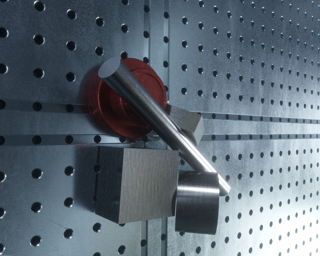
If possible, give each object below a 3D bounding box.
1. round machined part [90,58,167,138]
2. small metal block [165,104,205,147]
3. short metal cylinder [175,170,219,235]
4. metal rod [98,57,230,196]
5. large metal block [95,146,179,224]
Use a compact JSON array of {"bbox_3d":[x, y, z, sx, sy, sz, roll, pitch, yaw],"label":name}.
[{"bbox_3d":[-0.030,-0.036,0.374,0.099,0.042,0.097,0,90,-40],"label":"round machined part"},{"bbox_3d":[0.029,-0.003,0.407,0.025,0.050,0.050,-64,160,-16],"label":"small metal block"},{"bbox_3d":[0.048,0.097,0.407,0.080,0.050,0.079,1,92,-85],"label":"short metal cylinder"},{"bbox_3d":[0.027,0.021,0.392,0.300,0.025,0.025,46,62,-45],"label":"metal rod"},{"bbox_3d":[-0.026,0.064,0.370,0.081,0.050,0.080,6,86,-40],"label":"large metal block"}]
